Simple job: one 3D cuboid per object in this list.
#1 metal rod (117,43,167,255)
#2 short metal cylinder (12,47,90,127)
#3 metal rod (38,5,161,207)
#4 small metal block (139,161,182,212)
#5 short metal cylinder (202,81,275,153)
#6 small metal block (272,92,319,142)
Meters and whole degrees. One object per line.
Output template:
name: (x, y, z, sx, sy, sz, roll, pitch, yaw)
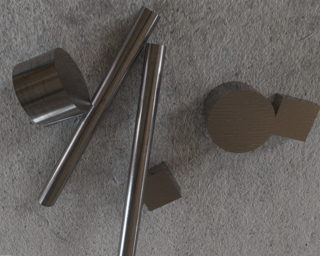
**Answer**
metal rod: (-0.026, 0.044, 0.404, 0.025, 0.025, 0.298, 8, 102, -3)
short metal cylinder: (-0.124, -0.047, 0.362, 0.050, 0.080, 0.080, -20, 109, 7)
metal rod: (-0.087, -0.016, 0.403, 0.025, 0.025, 0.298, 29, 107, -11)
small metal block: (-0.004, 0.083, 0.440, 0.050, 0.025, 0.050, -27, 108, 9)
short metal cylinder: (0.097, -0.015, 0.392, 0.081, 0.050, 0.079, 0, 110, 0)
small metal block: (0.171, -0.014, 0.406, 0.050, 0.025, 0.050, 13, 110, -5)
